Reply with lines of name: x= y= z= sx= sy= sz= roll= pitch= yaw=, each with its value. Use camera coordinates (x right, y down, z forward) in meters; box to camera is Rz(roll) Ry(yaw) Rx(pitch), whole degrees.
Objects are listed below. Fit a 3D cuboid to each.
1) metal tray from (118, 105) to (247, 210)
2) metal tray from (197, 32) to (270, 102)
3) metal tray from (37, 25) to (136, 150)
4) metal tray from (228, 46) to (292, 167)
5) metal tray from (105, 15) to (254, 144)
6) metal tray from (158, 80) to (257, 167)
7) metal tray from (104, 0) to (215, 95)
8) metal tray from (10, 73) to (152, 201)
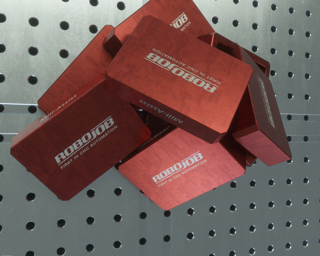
metal tray: x=0.024 y=0.041 z=0.372 sx=0.090 sy=0.130 sz=0.030 roll=45 pitch=34 yaw=-16
metal tray: x=0.097 y=-0.063 z=0.422 sx=0.131 sy=0.030 sz=0.090 roll=12 pitch=85 yaw=-40
metal tray: x=-0.072 y=-0.049 z=0.382 sx=0.090 sy=0.030 sz=0.130 roll=41 pitch=77 yaw=-16
metal tray: x=0.118 y=-0.028 z=0.386 sx=0.090 sy=0.030 sz=0.130 roll=33 pitch=43 yaw=-38
metal tray: x=0.021 y=-0.052 z=0.324 sx=0.130 sy=0.030 sz=0.090 roll=27 pitch=66 yaw=2
metal tray: x=0.062 y=-0.008 z=0.401 sx=0.130 sy=0.090 sz=0.030 roll=46 pitch=76 yaw=-14
metal tray: x=0.005 y=-0.114 z=0.391 sx=0.090 sy=0.030 sz=0.130 roll=49 pitch=61 yaw=-15
metal tray: x=-0.086 y=0.011 z=0.354 sx=0.130 sy=0.030 sz=0.090 roll=-38 pitch=118 yaw=-5
